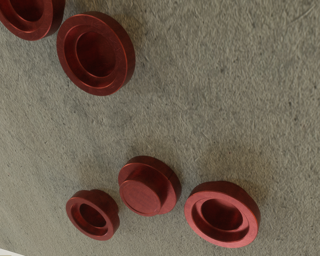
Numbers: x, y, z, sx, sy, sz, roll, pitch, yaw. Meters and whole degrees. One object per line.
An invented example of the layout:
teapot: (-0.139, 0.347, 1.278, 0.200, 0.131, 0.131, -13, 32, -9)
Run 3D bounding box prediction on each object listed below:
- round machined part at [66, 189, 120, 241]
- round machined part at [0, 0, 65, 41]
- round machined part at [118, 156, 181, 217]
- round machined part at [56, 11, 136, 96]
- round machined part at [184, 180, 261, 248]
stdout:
round machined part: (-0.113, 0.148, 0.547, 0.098, 0.042, 0.097, 13, 124, 21)
round machined part: (-0.157, -0.161, 0.379, 0.098, 0.042, 0.097, 13, 124, 21)
round machined part: (-0.021, 0.093, 0.465, 0.098, 0.042, 0.097, 13, 124, 21)
round machined part: (-0.073, -0.092, 0.377, 0.098, 0.042, 0.097, 13, 124, 21)
round machined part: (0.086, 0.110, 0.419, 0.098, 0.042, 0.097, 13, 124, 21)
